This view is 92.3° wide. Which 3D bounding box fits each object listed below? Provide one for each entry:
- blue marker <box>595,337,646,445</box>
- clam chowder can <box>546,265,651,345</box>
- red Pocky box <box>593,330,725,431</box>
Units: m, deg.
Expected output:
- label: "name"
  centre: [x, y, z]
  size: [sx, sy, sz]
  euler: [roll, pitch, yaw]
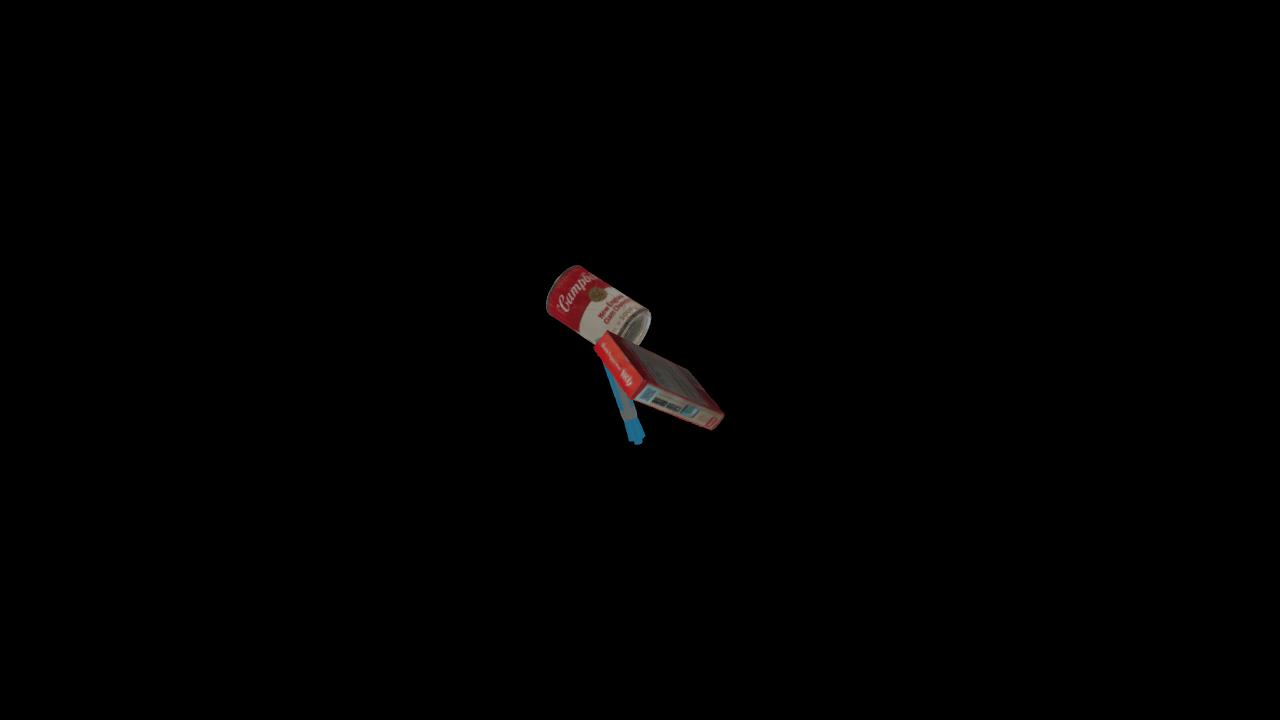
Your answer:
- label: "blue marker"
  centre: [-0.020, 0.033, 0.652]
  size: [0.020, 0.121, 0.020]
  euler: [-18, 5, 2]
- label: "clam chowder can"
  centre: [-0.046, -0.053, 0.693]
  size: [0.102, 0.068, 0.068]
  euler: [34, 12, 18]
- label: "red Pocky box"
  centre: [0.023, 0.024, 0.653]
  size: [0.155, 0.028, 0.083]
  euler: [25, 22, -48]
